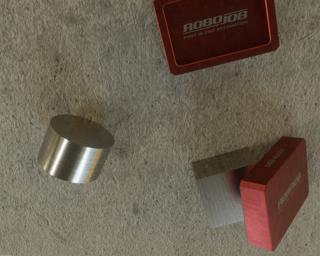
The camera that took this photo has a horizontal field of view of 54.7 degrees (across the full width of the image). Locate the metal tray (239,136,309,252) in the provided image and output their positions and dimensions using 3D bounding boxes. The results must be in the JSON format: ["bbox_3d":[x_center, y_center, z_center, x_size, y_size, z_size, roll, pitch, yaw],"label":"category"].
[{"bbox_3d":[0.149,0.077,0.390,0.030,0.131,0.089,6,117,42],"label":"metal tray"}]

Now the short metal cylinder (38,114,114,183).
[{"bbox_3d":[-0.104,0.024,0.388,0.080,0.080,0.050,23,109,-8],"label":"short metal cylinder"}]

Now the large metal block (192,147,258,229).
[{"bbox_3d":[0.096,0.082,0.427,0.080,0.050,0.080,-17,110,6],"label":"large metal block"}]

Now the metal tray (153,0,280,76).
[{"bbox_3d":[0.065,-0.121,0.362,0.131,0.030,0.089,-13,110,4],"label":"metal tray"}]
